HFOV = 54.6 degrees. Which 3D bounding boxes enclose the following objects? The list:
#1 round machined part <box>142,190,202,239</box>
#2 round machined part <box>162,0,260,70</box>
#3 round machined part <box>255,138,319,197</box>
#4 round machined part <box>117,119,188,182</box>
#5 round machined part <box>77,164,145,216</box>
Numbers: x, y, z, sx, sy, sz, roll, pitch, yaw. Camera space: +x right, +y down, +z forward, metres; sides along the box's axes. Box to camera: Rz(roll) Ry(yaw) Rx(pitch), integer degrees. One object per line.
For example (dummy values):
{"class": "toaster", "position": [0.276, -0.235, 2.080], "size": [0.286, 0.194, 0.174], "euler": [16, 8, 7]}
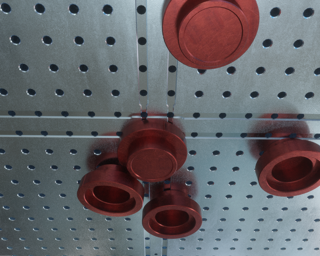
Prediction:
{"class": "round machined part", "position": [0.020, 0.142, 0.521], "size": [0.099, 0.042, 0.097], "euler": [0, 130, 0]}
{"class": "round machined part", "position": [0.051, -0.102, 0.314], "size": [0.099, 0.042, 0.097], "euler": [0, 130, 0]}
{"class": "round machined part", "position": [0.187, 0.052, 0.446], "size": [0.099, 0.042, 0.097], "euler": [0, 130, 0]}
{"class": "round machined part", "position": [-0.011, 0.038, 0.433], "size": [0.099, 0.042, 0.097], "euler": [0, 130, 0]}
{"class": "round machined part", "position": [-0.072, 0.092, 0.473], "size": [0.098, 0.042, 0.097], "euler": [3, 135, 3]}
